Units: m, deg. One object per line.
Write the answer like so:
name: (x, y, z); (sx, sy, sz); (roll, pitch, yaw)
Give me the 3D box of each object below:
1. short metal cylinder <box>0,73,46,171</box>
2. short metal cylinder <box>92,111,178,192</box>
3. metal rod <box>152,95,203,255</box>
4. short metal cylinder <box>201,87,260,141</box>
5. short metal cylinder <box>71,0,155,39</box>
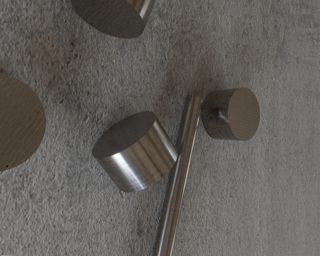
short metal cylinder: (-0.147, -0.005, 0.265); (0.081, 0.050, 0.080); (0, 90, -40)
short metal cylinder: (-0.028, 0.025, 0.346); (0.080, 0.080, 0.050); (-46, 118, -30)
metal rod: (0.018, 0.100, 0.419); (0.025, 0.025, 0.299); (21, 77, -38)
short metal cylinder: (0.110, -0.021, 0.481); (0.081, 0.050, 0.080); (0, 90, -40)
short metal cylinder: (-0.047, -0.140, 0.329); (0.080, 0.080, 0.050); (30, 72, -36)
